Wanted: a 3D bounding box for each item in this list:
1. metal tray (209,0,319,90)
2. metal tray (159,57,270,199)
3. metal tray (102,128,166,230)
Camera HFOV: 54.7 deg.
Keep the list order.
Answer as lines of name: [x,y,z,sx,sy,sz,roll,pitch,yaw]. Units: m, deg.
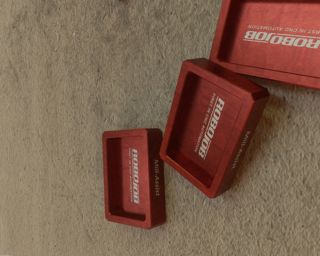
metal tray: [0.118,-0.091,0.303,0.130,0.030,0.089,20,103,38]
metal tray: [0.051,0.000,0.337,0.090,0.030,0.129,37,127,34]
metal tray: [-0.038,0.067,0.433,0.090,0.030,0.129,-4,87,40]
